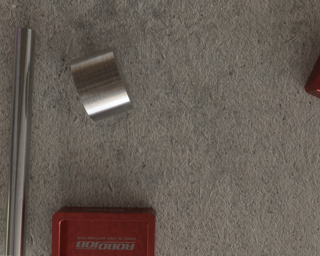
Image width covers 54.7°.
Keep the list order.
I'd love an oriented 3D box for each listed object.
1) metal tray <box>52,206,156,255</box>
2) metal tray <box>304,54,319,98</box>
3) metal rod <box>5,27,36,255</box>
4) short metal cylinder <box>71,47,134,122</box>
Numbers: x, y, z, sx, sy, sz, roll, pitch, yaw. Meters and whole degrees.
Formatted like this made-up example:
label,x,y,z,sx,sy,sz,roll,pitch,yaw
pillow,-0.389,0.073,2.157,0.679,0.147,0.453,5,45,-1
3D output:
label,x,y,z,sx,sy,sz,roll,pitch,yaw
metal tray,-0.072,0.152,0.406,0.131,0.030,0.089,1,90,-1
metal tray,0.274,-0.065,0.411,0.131,0.030,0.090,24,90,-1
metal rod,-0.184,0.021,0.407,0.025,0.025,0.298,3,90,-1
short metal cylinder,-0.069,-0.053,0.382,0.050,0.080,0.080,-19,90,0
